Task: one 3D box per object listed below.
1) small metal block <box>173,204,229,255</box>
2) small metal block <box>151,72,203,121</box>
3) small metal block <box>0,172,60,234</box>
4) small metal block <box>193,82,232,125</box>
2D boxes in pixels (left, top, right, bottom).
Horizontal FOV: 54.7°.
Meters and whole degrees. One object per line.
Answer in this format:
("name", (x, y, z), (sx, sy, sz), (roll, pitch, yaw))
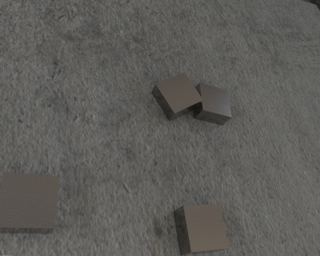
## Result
("small metal block", (0.047, 0.117, 0.359), (0.050, 0.025, 0.050), (6, 59, -26))
("small metal block", (0.024, -0.045, 0.440), (0.050, 0.025, 0.050), (-26, 76, -25))
("small metal block", (-0.126, 0.072, 0.293), (0.050, 0.025, 0.050), (10, 58, -23))
("small metal block", (0.078, -0.036, 0.470), (0.050, 0.025, 0.050), (12, 57, -22))
